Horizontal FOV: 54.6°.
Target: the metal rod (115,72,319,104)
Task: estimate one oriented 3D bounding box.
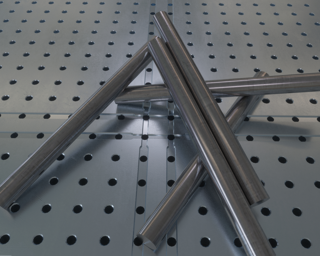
[{"bbox_3d":[0.085,-0.054,0.426,0.301,0.025,0.025,-3,50,8],"label":"metal rod"}]

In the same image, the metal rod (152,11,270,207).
[{"bbox_3d":[0.053,-0.043,0.397,0.025,0.025,0.299,-16,62,-13],"label":"metal rod"}]

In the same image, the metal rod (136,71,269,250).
[{"bbox_3d":[0.071,0.019,0.391,0.025,0.025,0.301,28,55,21],"label":"metal rod"}]

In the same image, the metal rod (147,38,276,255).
[{"bbox_3d":[0.047,0.005,0.365,0.025,0.025,0.299,-16,61,-13],"label":"metal rod"}]

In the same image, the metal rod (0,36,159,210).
[{"bbox_3d":[-0.090,-0.023,0.402,0.025,0.025,0.301,29,63,22],"label":"metal rod"}]
